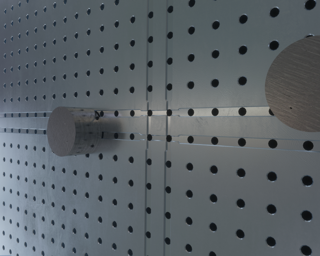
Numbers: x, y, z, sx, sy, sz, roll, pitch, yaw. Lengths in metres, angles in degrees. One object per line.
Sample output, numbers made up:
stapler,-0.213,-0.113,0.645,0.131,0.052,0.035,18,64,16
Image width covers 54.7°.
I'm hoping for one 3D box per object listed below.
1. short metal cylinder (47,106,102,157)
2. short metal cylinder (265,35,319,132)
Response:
short metal cylinder,-0.141,0.005,0.510,0.080,0.050,0.079,0,91,40
short metal cylinder,0.142,-0.036,0.275,0.080,0.050,0.079,0,90,40
